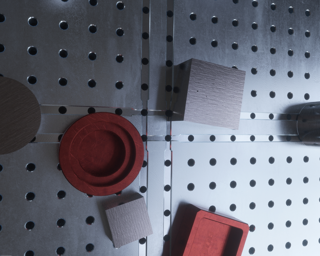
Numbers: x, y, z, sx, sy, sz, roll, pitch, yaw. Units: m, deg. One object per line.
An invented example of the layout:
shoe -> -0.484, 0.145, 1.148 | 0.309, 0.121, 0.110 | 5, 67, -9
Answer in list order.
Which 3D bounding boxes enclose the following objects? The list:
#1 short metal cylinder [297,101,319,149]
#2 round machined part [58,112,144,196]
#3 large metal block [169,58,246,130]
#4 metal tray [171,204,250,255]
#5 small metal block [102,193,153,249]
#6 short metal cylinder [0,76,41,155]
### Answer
short metal cylinder -> 0.272, -0.004, 0.499 | 0.081, 0.050, 0.080 | 0, 90, -20
round machined part -> -0.072, 0.030, 0.377 | 0.099, 0.042, 0.097 | 0, 90, -20
large metal block -> 0.064, -0.043, 0.423 | 0.081, 0.050, 0.080 | 9, 87, -20
metal tray -> 0.063, 0.183, 0.433 | 0.091, 0.030, 0.130 | 22, 83, -19
small metal block -> -0.042, 0.117, 0.397 | 0.050, 0.025, 0.050 | -15, 95, -19
short metal cylinder -> -0.172, -0.013, 0.336 | 0.081, 0.050, 0.080 | 0, 90, -20
